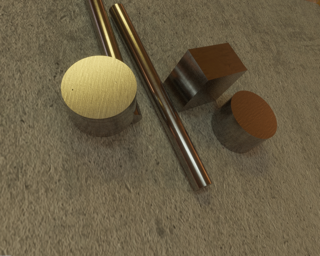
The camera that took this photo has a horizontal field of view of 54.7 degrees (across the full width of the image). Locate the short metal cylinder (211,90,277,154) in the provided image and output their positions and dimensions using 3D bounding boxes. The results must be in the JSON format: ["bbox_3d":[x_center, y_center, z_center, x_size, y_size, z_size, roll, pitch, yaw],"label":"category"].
[{"bbox_3d":[0.124,-0.009,0.460,0.081,0.050,0.080,14,56,-21],"label":"short metal cylinder"}]

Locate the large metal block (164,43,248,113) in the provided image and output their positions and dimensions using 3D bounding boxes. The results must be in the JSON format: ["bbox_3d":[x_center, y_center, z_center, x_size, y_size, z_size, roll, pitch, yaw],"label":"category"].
[{"bbox_3d":[0.063,-0.072,0.446,0.081,0.080,0.050,-19,72,-35],"label":"large metal block"}]

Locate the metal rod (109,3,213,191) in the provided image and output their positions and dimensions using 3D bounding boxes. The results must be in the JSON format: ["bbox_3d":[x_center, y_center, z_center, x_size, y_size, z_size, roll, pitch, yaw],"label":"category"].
[{"bbox_3d":[-0.006,-0.054,0.433,0.025,0.025,0.299,-13,68,-34],"label":"metal rod"}]

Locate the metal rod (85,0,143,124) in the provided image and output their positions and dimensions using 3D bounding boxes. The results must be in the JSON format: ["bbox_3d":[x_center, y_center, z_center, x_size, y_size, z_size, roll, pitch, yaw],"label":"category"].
[{"bbox_3d":[-0.081,-0.141,0.446,0.025,0.025,0.299,-6,65,-31],"label":"metal rod"}]

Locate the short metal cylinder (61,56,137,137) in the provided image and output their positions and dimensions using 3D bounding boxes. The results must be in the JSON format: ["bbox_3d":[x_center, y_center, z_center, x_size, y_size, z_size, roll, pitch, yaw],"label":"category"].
[{"bbox_3d":[-0.068,-0.036,0.357,0.081,0.050,0.080,2,65,-5],"label":"short metal cylinder"}]
